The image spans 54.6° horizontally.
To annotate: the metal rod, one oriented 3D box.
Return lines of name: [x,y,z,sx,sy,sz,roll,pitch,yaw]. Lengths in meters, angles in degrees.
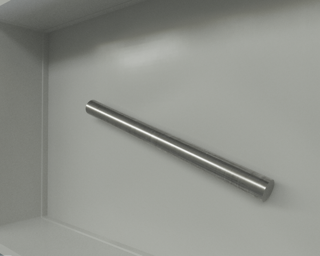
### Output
metal rod: [0.001,0.015,0.405,0.300,0.025,0.025,24,105,37]
